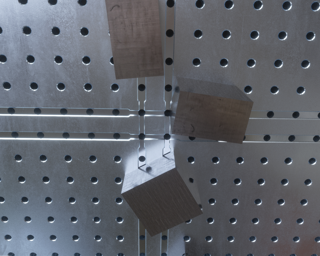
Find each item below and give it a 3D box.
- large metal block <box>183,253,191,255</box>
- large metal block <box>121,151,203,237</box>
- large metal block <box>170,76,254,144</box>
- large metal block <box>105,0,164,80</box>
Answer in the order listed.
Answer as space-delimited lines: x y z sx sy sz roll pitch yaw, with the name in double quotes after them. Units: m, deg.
0.055 0.263 0.498 0.080 0.050 0.080 29 107 -11 "large metal block"
0.004 0.092 0.434 0.080 0.050 0.080 -28 108 9 "large metal block"
0.057 -0.025 0.376 0.081 0.080 0.050 8 110 -4 "large metal block"
-0.024 -0.103 0.346 0.050 0.080 0.079 -5 110 1 "large metal block"
